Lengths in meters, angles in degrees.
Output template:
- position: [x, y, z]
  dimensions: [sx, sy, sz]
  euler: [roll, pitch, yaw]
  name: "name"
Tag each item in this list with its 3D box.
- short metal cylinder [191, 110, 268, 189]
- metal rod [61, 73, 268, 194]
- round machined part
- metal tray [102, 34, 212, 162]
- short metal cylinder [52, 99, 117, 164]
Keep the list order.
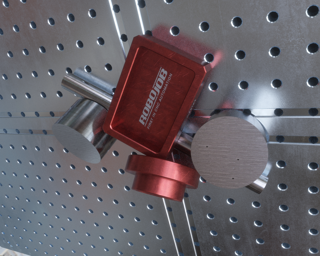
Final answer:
- position: [0.080, 0.022, 0.351]
  dimensions: [0.080, 0.050, 0.079]
  euler: [4, 102, 16]
  name: "short metal cylinder"
- position: [-0.001, 0.002, 0.413]
  dimensions: [0.301, 0.025, 0.025]
  euler: [28, 128, 10]
  name: "metal rod"
- position: [0.001, 0.069, 0.407]
  dimensions: [0.098, 0.042, 0.098]
  euler: [13, 166, 4]
  name: "round machined part"
- position: [-0.007, -0.034, 0.372]
  dimensions: [0.090, 0.030, 0.129]
  euler: [28, 115, 10]
  name: "metal tray"
- position: [-0.103, 0.005, 0.437]
  dimensions: [0.080, 0.050, 0.080]
  euler: [23, 146, 17]
  name: "short metal cylinder"
